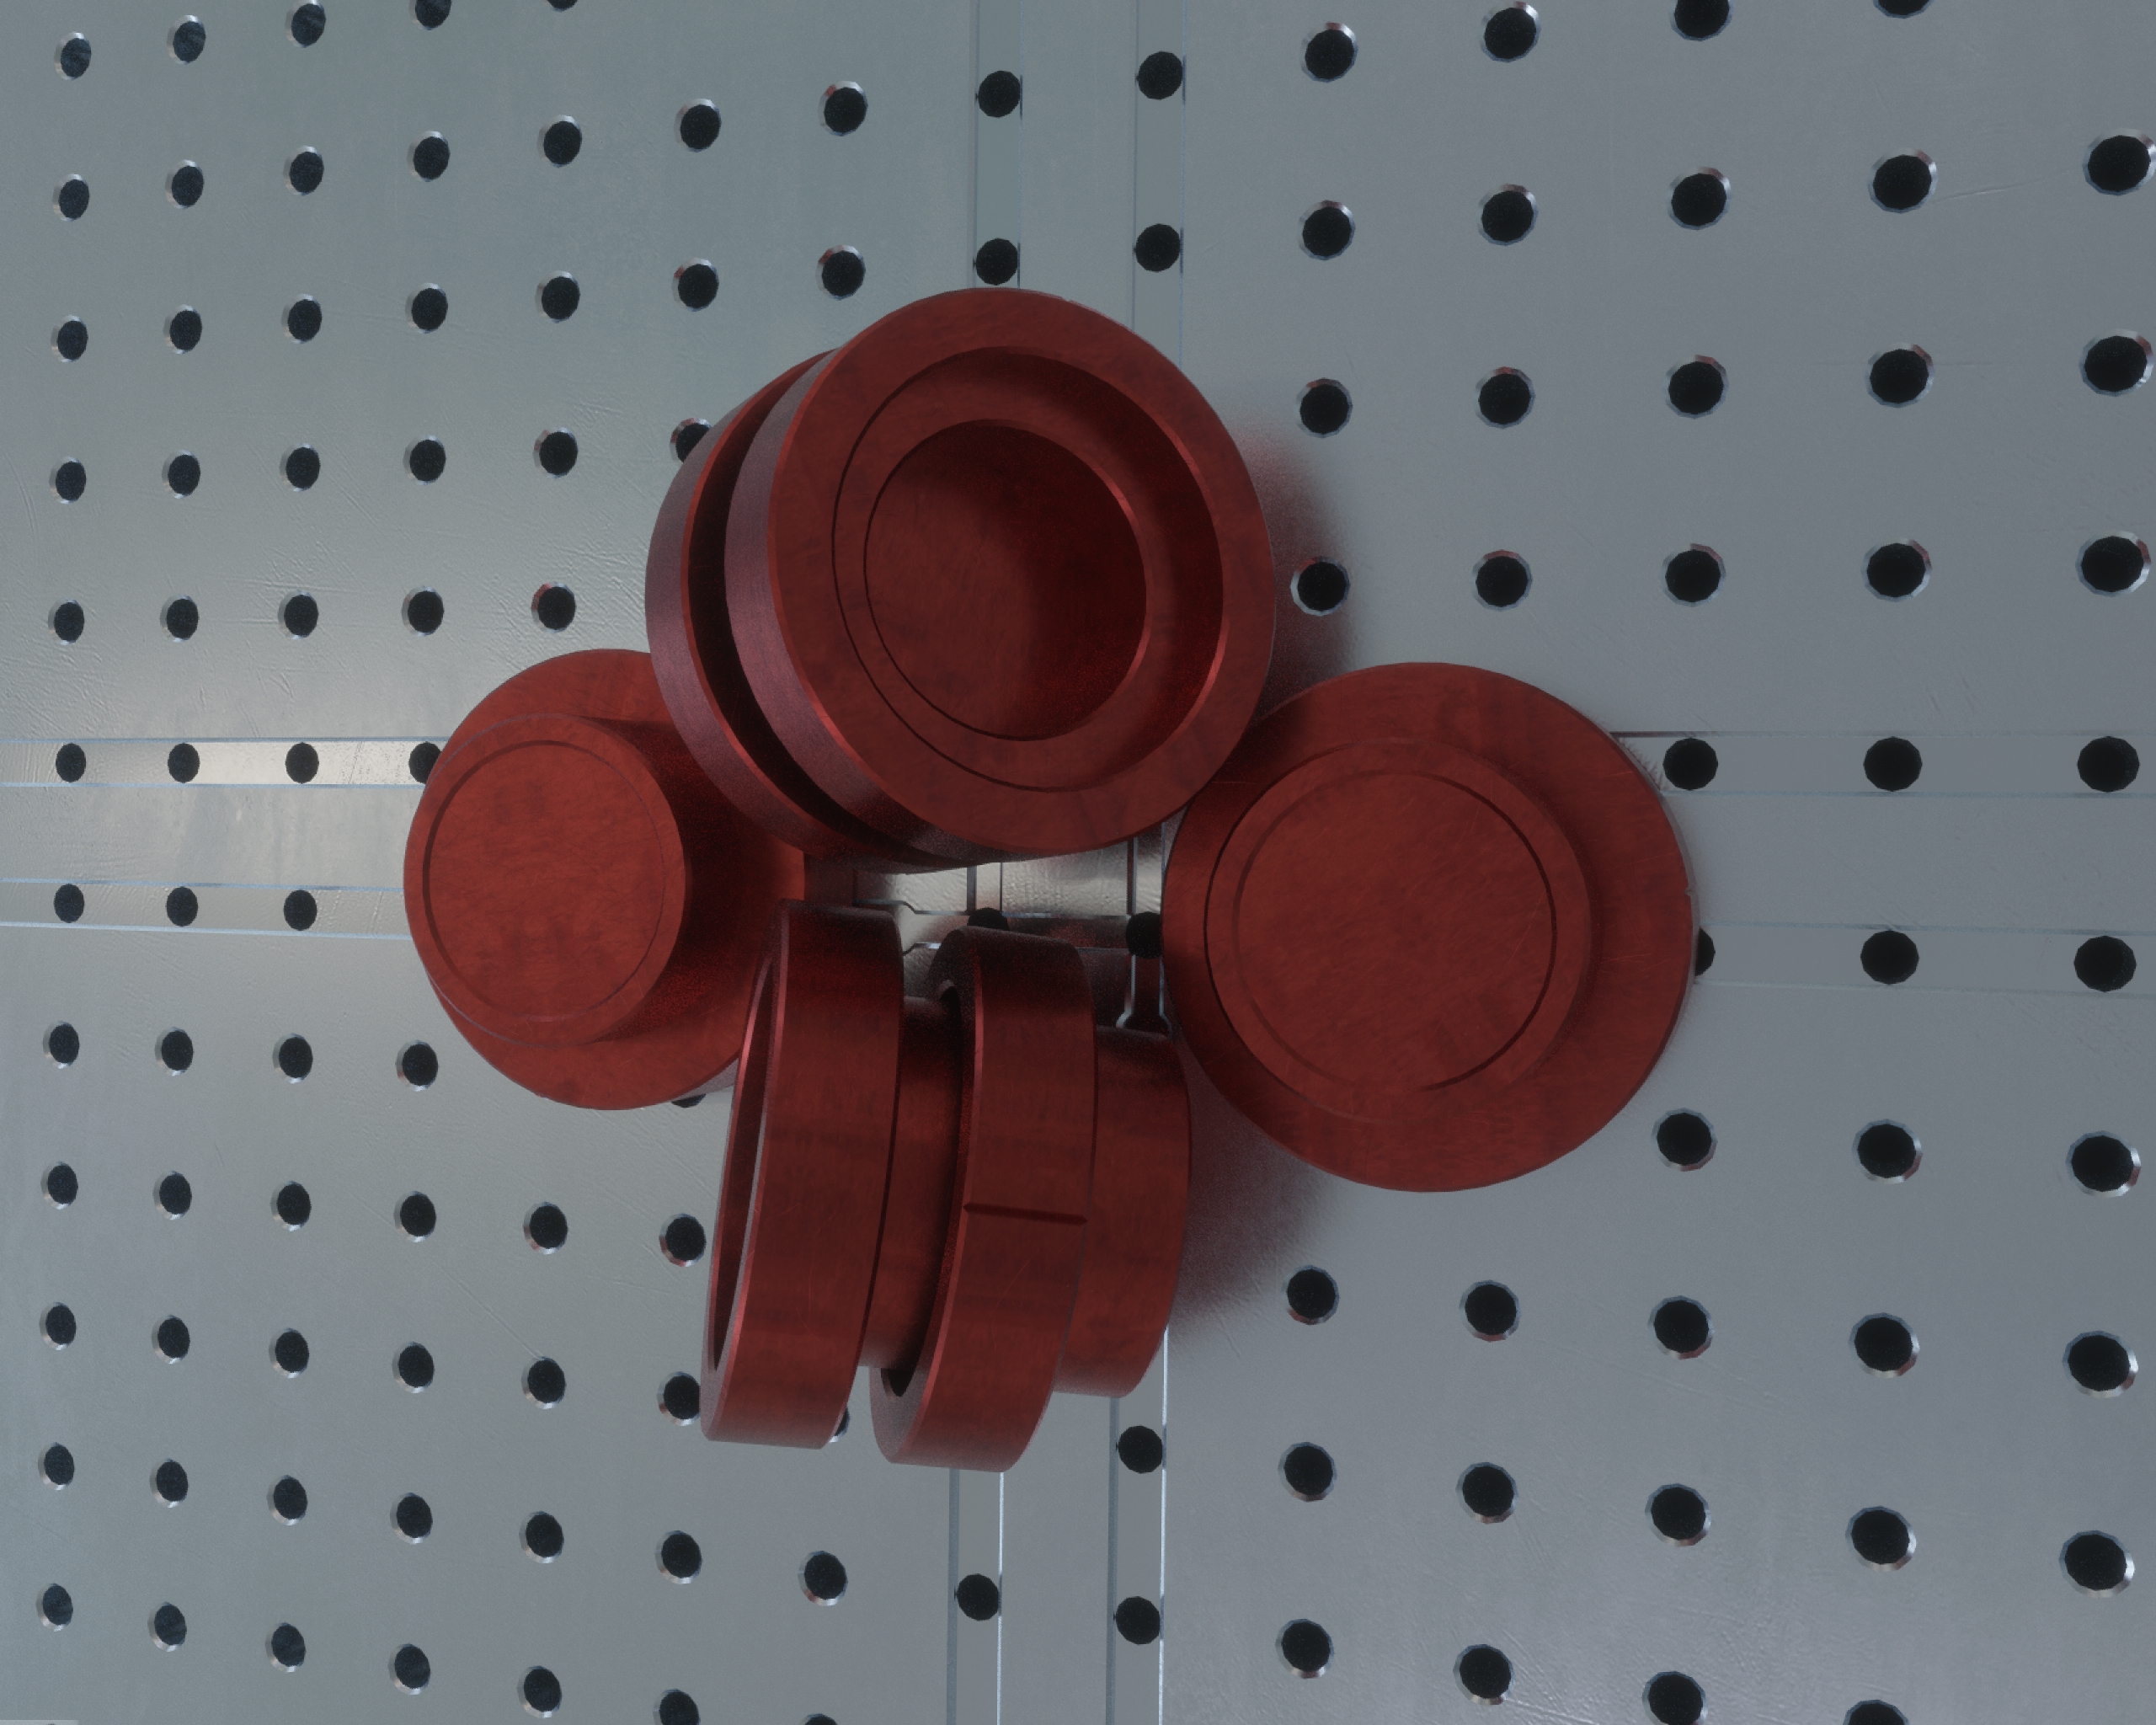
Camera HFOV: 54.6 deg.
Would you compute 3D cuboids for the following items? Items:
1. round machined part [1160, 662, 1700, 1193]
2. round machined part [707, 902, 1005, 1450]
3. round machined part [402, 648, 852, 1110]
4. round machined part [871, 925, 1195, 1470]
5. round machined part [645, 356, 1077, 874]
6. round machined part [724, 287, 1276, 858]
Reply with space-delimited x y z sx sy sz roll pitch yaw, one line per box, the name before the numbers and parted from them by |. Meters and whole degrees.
round machined part | 0.062 0.012 0.382 0.098 0.042 0.097 0 90 20
round machined part | -0.041 0.058 0.384 0.042 0.098 0.097 8 93 -12
round machined part | -0.101 0.004 0.439 0.098 0.042 0.097 0 90 20
round machined part | -0.009 0.063 0.387 0.042 0.098 0.097 9 94 -12
round machined part | -0.035 -0.046 0.399 0.042 0.099 0.098 -9 86 60
round machined part | -0.017 -0.049 0.373 0.042 0.099 0.098 -9 86 60
